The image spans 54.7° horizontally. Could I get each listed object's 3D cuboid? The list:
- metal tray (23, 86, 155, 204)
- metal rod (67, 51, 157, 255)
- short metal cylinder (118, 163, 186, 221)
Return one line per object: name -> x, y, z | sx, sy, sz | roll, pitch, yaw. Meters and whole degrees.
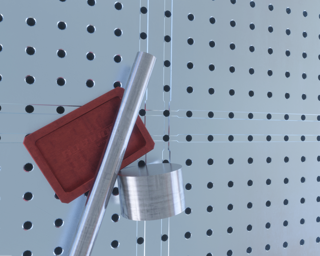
metal tray -> -0.083, 0.018, 0.379 | 0.131, 0.030, 0.090 | -32, 101, -18
metal rod -> -0.062, 0.054, 0.358 | 0.025, 0.025, 0.299 | 20, 83, -19
short metal cylinder -> -0.010, 0.075, 0.381 | 0.081, 0.080, 0.050 | -7, 93, -20
